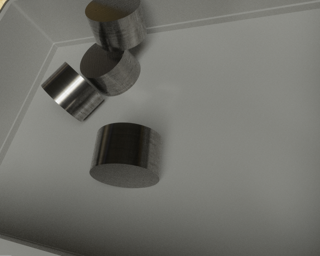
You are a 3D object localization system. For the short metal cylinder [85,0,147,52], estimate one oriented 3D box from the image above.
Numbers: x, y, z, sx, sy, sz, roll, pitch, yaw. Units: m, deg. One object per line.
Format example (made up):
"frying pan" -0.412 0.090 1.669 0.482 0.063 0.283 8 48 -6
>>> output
"short metal cylinder" -0.064 -0.158 0.459 0.080 0.050 0.080 -5 51 7

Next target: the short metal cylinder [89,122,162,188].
"short metal cylinder" -0.039 0.035 0.370 0.080 0.080 0.050 -9 58 23

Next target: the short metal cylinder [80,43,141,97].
"short metal cylinder" -0.078 -0.097 0.490 0.080 0.050 0.080 -13 56 21

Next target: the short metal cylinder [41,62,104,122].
"short metal cylinder" -0.132 -0.055 0.474 0.050 0.080 0.080 -46 51 -4
